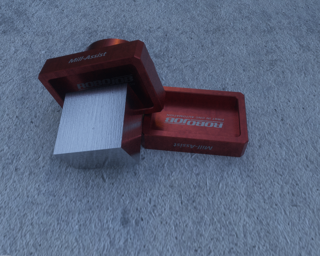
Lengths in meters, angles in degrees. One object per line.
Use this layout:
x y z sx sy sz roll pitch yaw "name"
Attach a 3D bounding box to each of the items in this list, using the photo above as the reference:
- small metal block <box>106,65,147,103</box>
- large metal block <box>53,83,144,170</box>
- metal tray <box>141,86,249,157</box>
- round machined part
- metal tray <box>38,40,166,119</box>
-0.049 -0.066 0.460 0.050 0.025 0.050 5 50 4 "small metal block"
-0.068 0.000 0.363 0.080 0.050 0.080 -7 61 17 "large metal block"
0.046 -0.011 0.411 0.131 0.030 0.090 5 50 3 "metal tray"
-0.054 -0.077 0.407 0.099 0.097 0.042 5 50 3 "round machined part"
-0.068 -0.052 0.383 0.130 0.090 0.030 -7 49 18 "metal tray"
